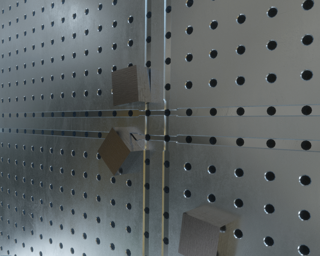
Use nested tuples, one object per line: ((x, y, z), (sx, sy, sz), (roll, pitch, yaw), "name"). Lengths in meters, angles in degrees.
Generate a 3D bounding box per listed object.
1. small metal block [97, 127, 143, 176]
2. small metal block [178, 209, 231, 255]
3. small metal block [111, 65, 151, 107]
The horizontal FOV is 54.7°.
((-0.059, 0.034, 0.456), (0.050, 0.025, 0.050), (50, 119, 28), "small metal block")
((0.052, 0.129, 0.365), (0.050, 0.025, 0.050), (11, 97, 39), "small metal block")
((-0.041, -0.059, 0.441), (0.050, 0.025, 0.050), (-6, 86, 39), "small metal block")
